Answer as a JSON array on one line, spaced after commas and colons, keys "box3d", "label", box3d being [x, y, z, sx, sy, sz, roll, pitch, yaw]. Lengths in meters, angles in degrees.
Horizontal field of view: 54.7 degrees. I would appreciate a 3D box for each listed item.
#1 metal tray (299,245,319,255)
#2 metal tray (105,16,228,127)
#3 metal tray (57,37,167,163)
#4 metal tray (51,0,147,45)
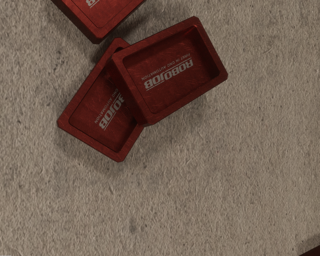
[{"box3d": [0.298, 0.238, 0.519, 0.131, 0.030, 0.089, -15, 95, -20], "label": "metal tray"}, {"box3d": [0.012, -0.070, 0.378, 0.131, 0.030, 0.090, -32, 98, -24], "label": "metal tray"}, {"box3d": [-0.054, -0.034, 0.386, 0.090, 0.030, 0.130, 35, 79, -17], "label": "metal tray"}, {"box3d": [-0.064, -0.180, 0.382, 0.090, 0.030, 0.130, 46, 76, -15], "label": "metal tray"}]
